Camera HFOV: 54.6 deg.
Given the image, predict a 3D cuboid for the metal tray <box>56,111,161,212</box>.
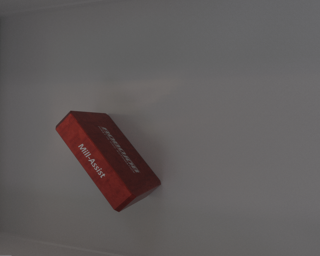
[{"bbox_3d":[-0.063,0.037,0.398,0.030,0.090,0.130,-43,77,15],"label":"metal tray"}]
